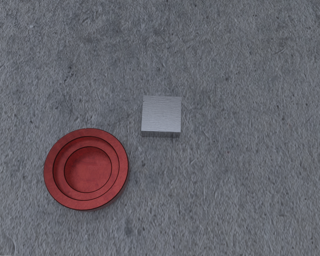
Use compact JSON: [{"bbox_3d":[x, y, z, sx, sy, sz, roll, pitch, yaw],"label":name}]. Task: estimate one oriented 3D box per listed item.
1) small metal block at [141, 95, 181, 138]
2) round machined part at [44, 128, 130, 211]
[{"bbox_3d":[0.002,-0.015,0.414,0.050,0.025,0.050,2,70,0],"label":"small metal block"},{"bbox_3d":[-0.086,0.052,0.379,0.099,0.042,0.098,0,70,-1],"label":"round machined part"}]
